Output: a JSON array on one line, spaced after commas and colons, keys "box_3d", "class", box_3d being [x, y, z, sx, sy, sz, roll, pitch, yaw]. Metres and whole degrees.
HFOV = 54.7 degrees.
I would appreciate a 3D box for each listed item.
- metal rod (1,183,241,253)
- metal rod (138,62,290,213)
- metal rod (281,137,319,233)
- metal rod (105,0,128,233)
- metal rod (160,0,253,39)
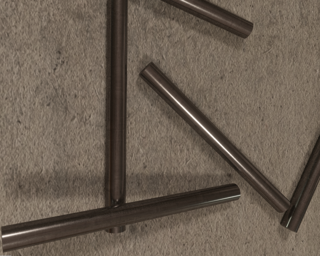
[{"box_3d": [-0.023, 0.101, 0.377, 0.303, 0.025, 0.025, -4, 92, -29], "class": "metal rod"}, {"box_3d": [0.086, 0.022, 0.442, 0.300, 0.025, 0.025, 43, 76, -15], "class": "metal rod"}, {"box_3d": [0.274, 0.029, 0.512, 0.025, 0.025, 0.299, 32, 79, -18], "class": "metal rod"}, {"box_3d": [-0.054, -0.021, 0.389, 0.025, 0.025, 0.298, 1, 90, -20], "class": "metal rod"}, {"box_3d": [-0.006, -0.186, 0.407, 0.302, 0.025, 0.025, 17, 84, -20], "class": "metal rod"}]
